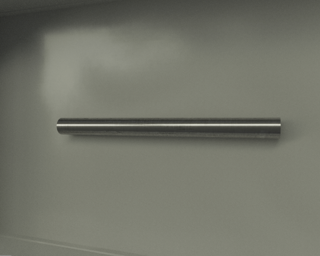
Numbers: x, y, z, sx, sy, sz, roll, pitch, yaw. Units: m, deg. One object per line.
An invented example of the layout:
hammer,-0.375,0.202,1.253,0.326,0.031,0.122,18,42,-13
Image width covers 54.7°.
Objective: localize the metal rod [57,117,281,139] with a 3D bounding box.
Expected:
metal rod,-0.003,-0.001,0.408,0.301,0.025,0.025,1,90,19
